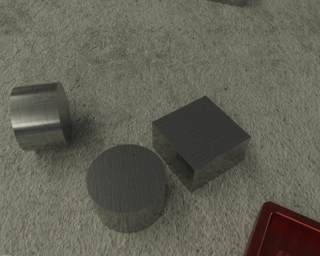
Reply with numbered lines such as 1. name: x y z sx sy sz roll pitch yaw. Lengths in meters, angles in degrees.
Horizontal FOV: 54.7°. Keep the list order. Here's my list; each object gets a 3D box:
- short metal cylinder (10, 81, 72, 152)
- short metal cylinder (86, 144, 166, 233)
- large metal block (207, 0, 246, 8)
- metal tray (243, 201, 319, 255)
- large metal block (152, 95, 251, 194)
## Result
1. short metal cylinder: -0.142 -0.014 0.378 0.050 0.080 0.080 -8 51 -7
2. short metal cylinder: -0.034 0.064 0.333 0.081 0.050 0.080 0 50 0
3. large metal block: 0.145 -0.299 0.640 0.080 0.050 0.080 18 52 14
4. metal tray: 0.146 0.136 0.286 0.130 0.030 0.090 22 53 17
5. large metal block: 0.046 0.017 0.373 0.081 0.050 0.080 -27 55 -21
